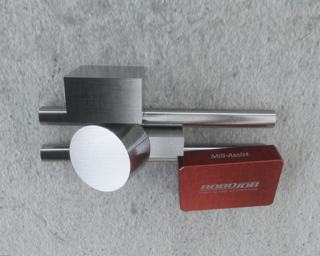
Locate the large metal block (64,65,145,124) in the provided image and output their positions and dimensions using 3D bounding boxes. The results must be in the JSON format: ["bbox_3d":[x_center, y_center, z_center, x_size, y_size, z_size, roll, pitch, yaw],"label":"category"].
[{"bbox_3d":[-0.060,-0.042,0.366,0.081,0.080,0.050,1,110,-1],"label":"large metal block"}]

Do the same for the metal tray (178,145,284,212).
[{"bbox_3d":[0.091,0.070,0.420,0.131,0.030,0.089,-4,128,-1],"label":"metal tray"}]

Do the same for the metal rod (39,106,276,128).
[{"bbox_3d":[-0.002,-0.014,0.406,0.302,0.025,0.025,1,110,-1],"label":"metal rod"}]

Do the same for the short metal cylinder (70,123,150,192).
[{"bbox_3d":[-0.059,0.028,0.369,0.080,0.050,0.079,8,110,22],"label":"short metal cylinder"}]

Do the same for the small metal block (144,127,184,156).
[{"bbox_3d":[0.004,0.014,0.402,0.050,0.050,0.025,1,110,-1],"label":"small metal block"}]

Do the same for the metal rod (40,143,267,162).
[{"bbox_3d":[-0.007,0.034,0.424,0.302,0.025,0.025,0,110,-1],"label":"metal rod"}]
